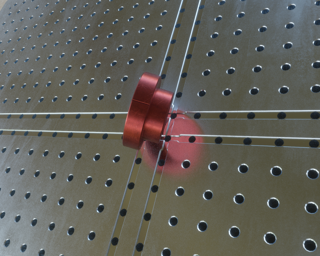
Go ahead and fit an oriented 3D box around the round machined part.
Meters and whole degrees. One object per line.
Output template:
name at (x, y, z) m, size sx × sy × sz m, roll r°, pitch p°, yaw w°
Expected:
round machined part at (-0.012, -0.018, 0.392) m, size 0.042 × 0.098 × 0.098 m, roll 17°, pitch 67°, yaw 2°
